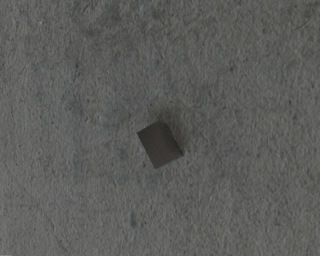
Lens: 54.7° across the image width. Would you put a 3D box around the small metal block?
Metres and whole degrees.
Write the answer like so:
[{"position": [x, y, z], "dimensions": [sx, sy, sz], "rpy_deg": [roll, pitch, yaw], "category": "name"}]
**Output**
[{"position": [0.002, 0.022, 0.394], "dimensions": [0.025, 0.050, 0.050], "rpy_deg": [-30, 81, 17], "category": "small metal block"}]
